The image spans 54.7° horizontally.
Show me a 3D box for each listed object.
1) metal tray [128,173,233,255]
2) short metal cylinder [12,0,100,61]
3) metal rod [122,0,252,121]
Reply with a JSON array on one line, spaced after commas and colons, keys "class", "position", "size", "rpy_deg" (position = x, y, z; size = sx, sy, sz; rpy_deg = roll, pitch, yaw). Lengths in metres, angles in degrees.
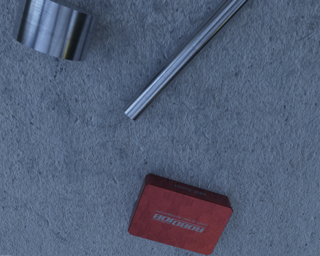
[{"class": "metal tray", "position": [0.028, 0.128, 0.455], "size": [0.131, 0.030, 0.089], "rpy_deg": [18, 109, -7]}, {"class": "short metal cylinder", "position": [-0.112, -0.112, 0.338], "size": [0.080, 0.080, 0.050], "rpy_deg": [21, 109, -8]}, {"class": "metal rod", "position": [0.063, -0.121, 0.365], "size": [0.025, 0.025, 0.299], "rpy_deg": [41, 105, -14]}]
